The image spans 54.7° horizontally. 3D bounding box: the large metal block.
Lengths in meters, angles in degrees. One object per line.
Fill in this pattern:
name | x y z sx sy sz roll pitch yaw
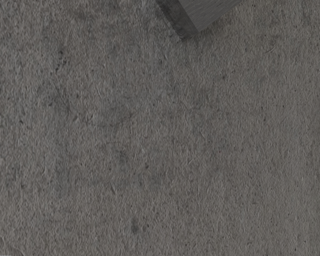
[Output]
large metal block | 0.047 -0.175 0.413 0.080 0.050 0.080 -39 103 -16
